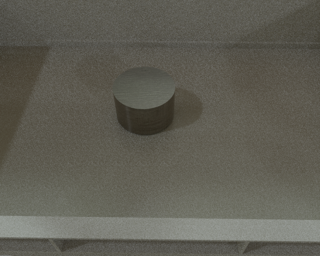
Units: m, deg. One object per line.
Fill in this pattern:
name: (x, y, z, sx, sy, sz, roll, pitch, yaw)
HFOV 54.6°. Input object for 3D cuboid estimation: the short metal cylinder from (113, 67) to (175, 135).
short metal cylinder: (-0.020, -0.037, 0.418, 0.080, 0.050, 0.080, 0, 50, 0)
